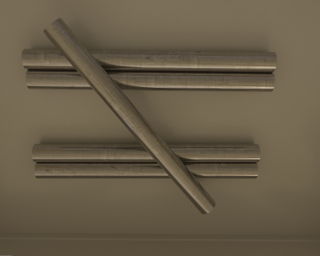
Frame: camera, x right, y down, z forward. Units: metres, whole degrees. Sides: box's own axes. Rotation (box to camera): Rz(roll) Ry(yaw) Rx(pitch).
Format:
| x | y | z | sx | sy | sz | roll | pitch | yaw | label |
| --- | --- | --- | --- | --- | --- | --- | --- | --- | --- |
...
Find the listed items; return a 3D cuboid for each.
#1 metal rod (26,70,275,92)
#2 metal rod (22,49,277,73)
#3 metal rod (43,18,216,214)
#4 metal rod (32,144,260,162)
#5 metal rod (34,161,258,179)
| x | y | z | sx | sy | sz | roll | pitch | yaw | label |
| --- | --- | --- | --- | --- | --- | --- | --- | --- | --- |
| -0.011 | -0.059 | 0.387 | 0.302 | 0.025 | 0.025 | 1 | 110 | -1 | metal rod |
| -0.012 | -0.082 | 0.379 | 0.302 | 0.025 | 0.025 | 1 | 110 | -1 | metal rod |
| -0.026 | -0.003 | 0.382 | 0.025 | 0.025 | 0.300 | -36 | 106 | 12 | metal rod |
| -0.018 | 0.034 | 0.422 | 0.302 | 0.025 | 0.025 | 0 | 110 | -1 | metal rod |
| -0.018 | 0.058 | 0.430 | 0.302 | 0.025 | 0.025 | 0 | 110 | -1 | metal rod |
